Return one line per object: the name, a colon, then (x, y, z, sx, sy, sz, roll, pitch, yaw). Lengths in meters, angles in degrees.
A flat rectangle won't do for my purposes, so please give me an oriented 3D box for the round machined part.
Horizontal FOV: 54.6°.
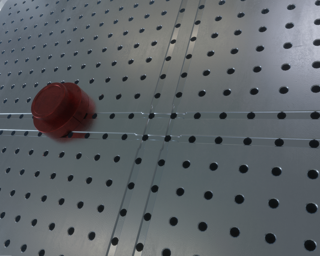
round machined part: (-0.171, -0.036, 0.511, 0.098, 0.042, 0.098, -13, 56, 21)
